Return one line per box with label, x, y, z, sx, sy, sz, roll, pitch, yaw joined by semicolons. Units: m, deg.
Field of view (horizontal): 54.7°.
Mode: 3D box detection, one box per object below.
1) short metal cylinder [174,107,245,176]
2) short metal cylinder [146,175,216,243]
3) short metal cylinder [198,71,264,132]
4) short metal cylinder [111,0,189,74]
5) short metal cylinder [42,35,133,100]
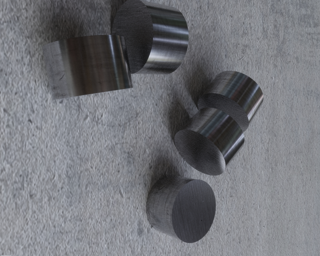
short metal cylinder;0.067;0.019;0.425;0.050;0.080;0.080;-45;117;-31
short metal cylinder;0.029;0.105;0.413;0.081;0.050;0.080;0;90;-40
short metal cylinder;0.103;-0.037;0.455;0.050;0.080;0.080;-52;121;-27
short metal cylinder;-0.013;-0.102;0.357;0.050;0.080;0.079;-7;95;-40
short metal cylinder;-0.071;-0.059;0.309;0.081;0.080;0.050;-15;100;-39
